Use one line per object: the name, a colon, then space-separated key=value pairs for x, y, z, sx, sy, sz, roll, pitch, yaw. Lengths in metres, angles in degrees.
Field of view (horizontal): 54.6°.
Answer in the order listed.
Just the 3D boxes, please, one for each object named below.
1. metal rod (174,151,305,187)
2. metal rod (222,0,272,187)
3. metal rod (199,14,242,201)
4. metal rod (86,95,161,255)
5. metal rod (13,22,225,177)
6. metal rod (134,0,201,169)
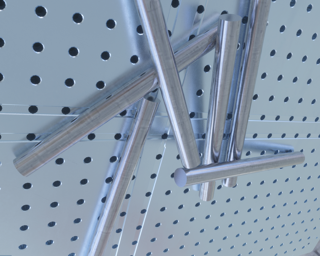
metal rod: x=0.145 y=0.060 z=0.496 sx=0.302 sy=0.025 sz=0.025 roll=-2 pitch=120 yaw=-38
metal rod: x=0.121 y=-0.034 z=0.454 sx=0.025 sy=0.025 sz=0.298 roll=-13 pitch=124 yaw=-22
metal rod: x=0.078 y=-0.004 z=0.431 sx=0.025 sy=0.025 sz=0.298 roll=-16 pitch=131 yaw=-19
metal rod: x=-0.061 y=0.093 z=0.435 sx=0.025 sy=0.025 sz=0.298 roll=7 pitch=115 yaw=-32
metal rod: x=-0.035 y=-0.040 z=0.366 sx=0.301 sy=0.025 sz=0.025 roll=-35 pitch=129 yaw=-5
metal rod: x=0.002 y=-0.081 z=0.333 sx=0.025 sy=0.025 sz=0.299 roll=-25 pitch=119 yaw=-13
